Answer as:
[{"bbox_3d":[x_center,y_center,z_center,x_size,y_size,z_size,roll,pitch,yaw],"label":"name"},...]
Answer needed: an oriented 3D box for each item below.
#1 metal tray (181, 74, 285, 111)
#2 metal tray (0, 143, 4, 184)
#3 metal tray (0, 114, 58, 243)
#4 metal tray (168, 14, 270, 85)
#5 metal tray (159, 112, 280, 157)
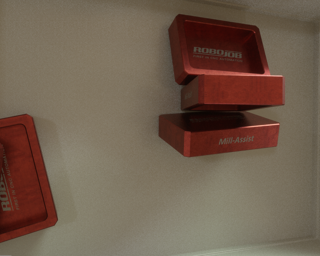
[{"bbox_3d":[0.079,-0.039,0.375,0.091,0.130,0.030,0,90,-5],"label":"metal tray"},{"bbox_3d":[-0.207,0.072,0.298,0.090,0.030,0.129,10,97,4],"label":"metal tray"},{"bbox_3d":[-0.174,0.056,0.343,0.091,0.030,0.129,-14,95,-20],"label":"metal tray"},{"bbox_3d":[0.081,-0.102,0.423,0.131,0.030,0.090,1,70,-21],"label":"metal tray"},{"bbox_3d":[0.074,0.003,0.402,0.131,0.090,0.030,-5,106,-20],"label":"metal tray"}]
